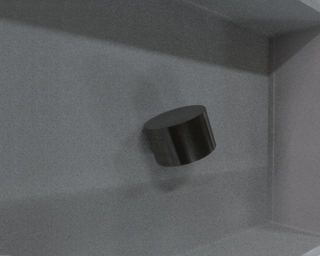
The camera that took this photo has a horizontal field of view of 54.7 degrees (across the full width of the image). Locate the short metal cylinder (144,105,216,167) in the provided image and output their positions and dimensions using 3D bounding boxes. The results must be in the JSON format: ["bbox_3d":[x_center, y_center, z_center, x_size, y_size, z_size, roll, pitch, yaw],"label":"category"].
[{"bbox_3d":[0.026,0.008,0.395,0.081,0.080,0.050,-30,109,-36],"label":"short metal cylinder"}]
